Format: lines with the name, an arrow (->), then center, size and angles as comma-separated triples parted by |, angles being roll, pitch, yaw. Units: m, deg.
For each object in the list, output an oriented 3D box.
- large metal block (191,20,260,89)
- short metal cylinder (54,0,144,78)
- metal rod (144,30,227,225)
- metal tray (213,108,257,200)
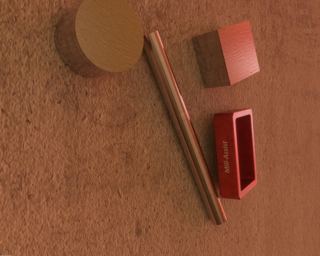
large metal block -> 0.103, -0.113, 0.477 | 0.081, 0.050, 0.080 | -28, 108, -37
short metal cylinder -> -0.065, -0.097, 0.335 | 0.081, 0.050, 0.079 | 0, 90, -40
metal rod -> 0.039, 0.012, 0.439 | 0.025, 0.025, 0.299 | -35, 112, -35
metal tray -> 0.122, 0.037, 0.491 | 0.091, 0.030, 0.129 | -13, 99, -55
